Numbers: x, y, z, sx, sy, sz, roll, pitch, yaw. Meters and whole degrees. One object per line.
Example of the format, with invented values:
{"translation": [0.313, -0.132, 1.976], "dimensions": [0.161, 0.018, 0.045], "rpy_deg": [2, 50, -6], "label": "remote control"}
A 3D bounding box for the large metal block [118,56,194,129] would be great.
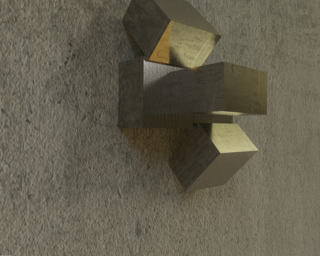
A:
{"translation": [-0.004, -0.040, 0.386], "dimensions": [0.081, 0.050, 0.079], "rpy_deg": [1, 90, -40], "label": "large metal block"}

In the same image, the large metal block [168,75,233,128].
{"translation": [0.058, -0.039, 0.439], "dimensions": [0.081, 0.050, 0.079], "rpy_deg": [1, 90, -40], "label": "large metal block"}

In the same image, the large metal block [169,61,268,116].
{"translation": [0.068, -0.041, 0.365], "dimensions": [0.081, 0.080, 0.050], "rpy_deg": [2, 89, -40], "label": "large metal block"}

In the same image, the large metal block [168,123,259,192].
{"translation": [0.072, 0.039, 0.425], "dimensions": [0.081, 0.080, 0.050], "rpy_deg": [1, 46, -41], "label": "large metal block"}

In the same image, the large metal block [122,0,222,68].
{"translation": [0.013, -0.121, 0.375], "dimensions": [0.081, 0.050, 0.080], "rpy_deg": [1, 46, -40], "label": "large metal block"}
